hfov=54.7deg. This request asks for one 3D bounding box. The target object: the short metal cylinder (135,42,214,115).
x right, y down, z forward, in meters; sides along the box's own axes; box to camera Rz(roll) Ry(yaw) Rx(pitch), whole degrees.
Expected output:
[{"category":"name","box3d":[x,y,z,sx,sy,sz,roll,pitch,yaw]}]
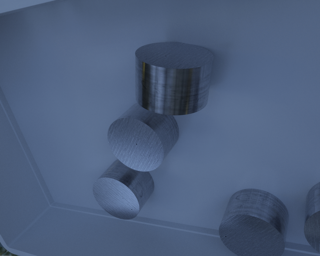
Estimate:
[{"category":"short metal cylinder","box3d":[0.014,-0.055,0.332,0.080,0.080,0.050,16,125,19]}]

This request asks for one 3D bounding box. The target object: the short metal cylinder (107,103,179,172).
[{"category":"short metal cylinder","box3d":[-0.021,0.010,0.410,0.080,0.050,0.079,13,124,21]}]

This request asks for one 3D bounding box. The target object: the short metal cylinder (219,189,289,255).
[{"category":"short metal cylinder","box3d":[0.123,0.127,0.406,0.080,0.050,0.079,13,124,21]}]

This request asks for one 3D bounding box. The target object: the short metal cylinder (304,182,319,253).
[{"category":"short metal cylinder","box3d":[0.207,0.103,0.347,0.080,0.050,0.079,13,124,21]}]

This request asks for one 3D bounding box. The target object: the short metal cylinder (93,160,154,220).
[{"category":"short metal cylinder","box3d":[-0.056,0.094,0.480,0.080,0.050,0.079,13,124,21]}]
